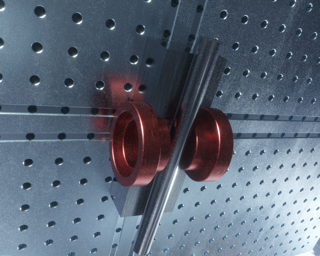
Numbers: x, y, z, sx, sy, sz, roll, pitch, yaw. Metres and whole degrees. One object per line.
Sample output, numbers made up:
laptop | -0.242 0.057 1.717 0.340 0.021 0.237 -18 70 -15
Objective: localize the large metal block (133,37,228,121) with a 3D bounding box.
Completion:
large metal block | 0.022 -0.057 0.371 0.081 0.050 0.079 2 118 -30

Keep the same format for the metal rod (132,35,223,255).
metal rod | 0.013 0.039 0.378 0.025 0.025 0.298 3 117 -30

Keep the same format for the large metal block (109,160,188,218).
large metal block | -0.017 0.072 0.430 0.081 0.050 0.079 3 117 -30

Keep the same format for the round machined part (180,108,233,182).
round machined part | 0.048 0.021 0.402 0.042 0.098 0.097 4 117 -25

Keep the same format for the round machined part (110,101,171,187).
round machined part | -0.022 0.018 0.362 0.042 0.098 0.097 2 118 -29
